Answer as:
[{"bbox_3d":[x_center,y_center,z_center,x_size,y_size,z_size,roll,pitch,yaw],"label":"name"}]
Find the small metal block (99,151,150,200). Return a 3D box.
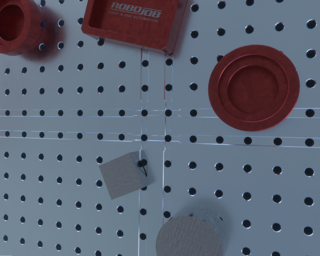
[{"bbox_3d":[-0.049,0.066,0.429,0.050,0.025,0.050,-24,82,18],"label":"small metal block"}]

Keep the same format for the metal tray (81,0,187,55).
[{"bbox_3d":[-0.036,-0.159,0.421,0.130,0.030,0.089,17,96,18],"label":"metal tray"}]

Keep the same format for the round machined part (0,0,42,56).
[{"bbox_3d":[-0.225,-0.160,0.481,0.098,0.042,0.097,0,90,19],"label":"round machined part"}]

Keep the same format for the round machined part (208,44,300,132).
[{"bbox_3d":[0.110,-0.045,0.365,0.098,0.042,0.097,0,90,19],"label":"round machined part"}]

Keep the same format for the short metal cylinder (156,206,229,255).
[{"bbox_3d":[0.041,0.142,0.384,0.080,0.050,0.079,0,90,19],"label":"short metal cylinder"}]
